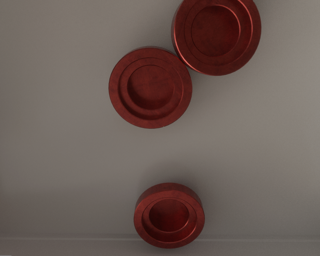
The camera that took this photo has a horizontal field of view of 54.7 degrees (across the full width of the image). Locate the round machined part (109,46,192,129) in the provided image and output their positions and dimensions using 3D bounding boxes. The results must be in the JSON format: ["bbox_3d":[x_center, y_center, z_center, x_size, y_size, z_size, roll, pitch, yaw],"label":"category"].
[{"bbox_3d":[-0.011,-0.052,0.382,0.099,0.042,0.097,0,111,0],"label":"round machined part"}]

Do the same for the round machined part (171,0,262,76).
[{"bbox_3d":[0.061,-0.110,0.356,0.099,0.042,0.097,-2,103,-8],"label":"round machined part"}]

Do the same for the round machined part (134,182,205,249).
[{"bbox_3d":[0.013,0.121,0.447,0.099,0.042,0.097,0,110,0],"label":"round machined part"}]
